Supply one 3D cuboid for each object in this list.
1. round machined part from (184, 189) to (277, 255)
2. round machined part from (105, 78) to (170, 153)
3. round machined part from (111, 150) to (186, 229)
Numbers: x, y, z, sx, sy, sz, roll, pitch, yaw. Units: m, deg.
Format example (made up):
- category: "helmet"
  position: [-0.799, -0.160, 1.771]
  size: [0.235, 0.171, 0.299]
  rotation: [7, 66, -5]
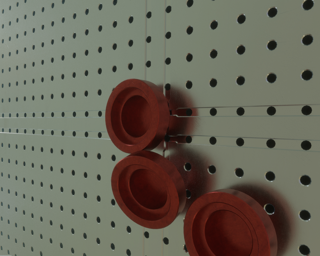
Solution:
- category: "round machined part"
  position: [0.077, 0.114, 0.333]
  size: [0.098, 0.042, 0.097]
  rotation: [0, 90, 39]
- category: "round machined part"
  position: [-0.026, -0.015, 0.417]
  size: [0.098, 0.042, 0.097]
  rotation: [0, 90, 39]
- category: "round machined part"
  position: [-0.010, 0.074, 0.393]
  size: [0.098, 0.042, 0.097]
  rotation: [11, 112, 28]
